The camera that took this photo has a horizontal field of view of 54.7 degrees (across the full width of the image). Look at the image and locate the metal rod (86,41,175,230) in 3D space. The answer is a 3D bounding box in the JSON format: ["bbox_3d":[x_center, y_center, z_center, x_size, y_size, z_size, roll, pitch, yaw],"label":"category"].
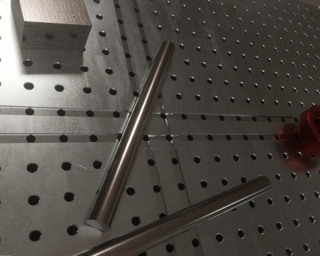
[{"bbox_3d":[-0.025,-0.015,0.405,0.025,0.025,0.300,27,52,-12],"label":"metal rod"}]

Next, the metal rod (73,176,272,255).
[{"bbox_3d":[0.026,0.108,0.357,0.303,0.025,0.025,-13,69,-34],"label":"metal rod"}]

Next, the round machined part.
[{"bbox_3d":[0.283,0.012,0.546,0.099,0.042,0.098,14,56,-21],"label":"round machined part"}]

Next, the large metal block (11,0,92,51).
[{"bbox_3d":[-0.144,-0.149,0.406,0.081,0.050,0.080,-7,66,-32],"label":"large metal block"}]
